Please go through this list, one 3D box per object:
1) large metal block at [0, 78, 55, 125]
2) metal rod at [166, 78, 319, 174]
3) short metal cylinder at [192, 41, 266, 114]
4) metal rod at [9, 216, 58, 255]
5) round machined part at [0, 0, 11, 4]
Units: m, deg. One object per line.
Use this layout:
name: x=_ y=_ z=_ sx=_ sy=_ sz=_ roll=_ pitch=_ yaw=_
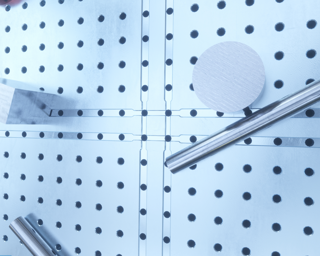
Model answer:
large metal block: x=-0.220 y=-0.041 z=0.459 sx=0.080 sy=0.080 sz=0.050 roll=19 pitch=97 yaw=18
metal rod: x=0.140 y=-0.020 z=0.363 sx=0.300 sy=0.025 sz=0.025 roll=-29 pitch=81 yaw=17
short metal cylinder: x=0.084 y=-0.057 z=0.370 sx=0.080 sy=0.050 sz=0.079 roll=0 pitch=90 yaw=19
metal rod: x=-0.118 y=0.244 z=0.452 sx=0.300 sy=0.025 sz=0.025 roll=41 pitch=103 yaw=15
round machined part: x=-0.271 y=-0.254 z=0.497 sx=0.098 sy=0.042 sz=0.097 roll=0 pitch=90 yaw=19
